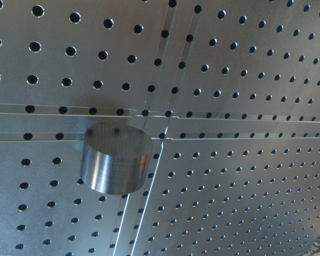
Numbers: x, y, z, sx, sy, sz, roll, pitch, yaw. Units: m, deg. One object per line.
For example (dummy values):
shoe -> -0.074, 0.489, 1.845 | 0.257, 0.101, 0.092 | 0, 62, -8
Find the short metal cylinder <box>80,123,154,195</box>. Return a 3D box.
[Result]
short metal cylinder -> -0.052, 0.034, 0.370 | 0.081, 0.080, 0.050 | -1, 119, -28
